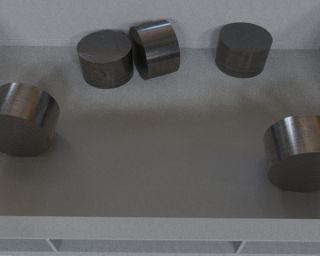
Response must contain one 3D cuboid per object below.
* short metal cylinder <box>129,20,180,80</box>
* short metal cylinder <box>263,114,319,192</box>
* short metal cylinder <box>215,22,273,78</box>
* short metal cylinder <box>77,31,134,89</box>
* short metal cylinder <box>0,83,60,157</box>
[{"bbox_3d":[-0.009,-0.118,0.468,0.050,0.080,0.080,-18,53,-15],"label":"short metal cylinder"},{"bbox_3d":[0.160,0.030,0.346,0.080,0.080,0.050,5,50,4],"label":"short metal cylinder"},{"bbox_3d":[0.132,-0.125,0.496,0.081,0.050,0.080,0,50,0],"label":"short metal cylinder"},{"bbox_3d":[-0.082,-0.105,0.476,0.081,0.050,0.080,0,50,0],"label":"short metal cylinder"},{"bbox_3d":[-0.168,-0.008,0.374,0.081,0.080,0.050,0,50,0],"label":"short metal cylinder"}]
